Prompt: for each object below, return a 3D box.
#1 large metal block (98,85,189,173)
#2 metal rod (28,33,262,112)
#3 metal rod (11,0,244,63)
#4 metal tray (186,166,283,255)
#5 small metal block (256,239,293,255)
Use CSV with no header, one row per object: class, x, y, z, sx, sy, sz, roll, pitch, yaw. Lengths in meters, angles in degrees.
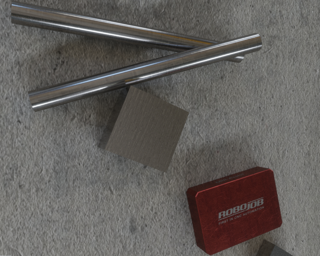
large metal block,-0.022,0.002,0.389,0.080,0.050,0.080,24,82,-19
metal rod,-0.007,-0.074,0.391,0.302,0.025,0.025,-17,96,-14
metal rod,-0.024,-0.119,0.400,0.302,0.025,0.025,5,89,-20
metal tray,0.110,0.116,0.449,0.131,0.030,0.089,-13,95,-20
small metal block,0.175,0.208,0.476,0.050,0.025,0.050,34,79,-17
